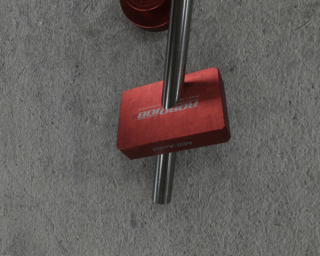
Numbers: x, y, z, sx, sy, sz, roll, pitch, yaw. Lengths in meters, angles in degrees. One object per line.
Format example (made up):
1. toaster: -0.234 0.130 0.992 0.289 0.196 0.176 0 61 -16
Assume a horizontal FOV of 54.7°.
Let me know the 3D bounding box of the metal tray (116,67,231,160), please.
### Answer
1. metal tray: 0.014 -0.017 0.378 0.130 0.030 0.090 -12 55 19

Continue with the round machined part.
1. round machined part: -0.009 -0.179 0.402 0.098 0.042 0.097 0 90 19

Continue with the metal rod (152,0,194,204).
1. metal rod: 0.016 -0.049 0.370 0.025 0.025 0.298 11 106 19
